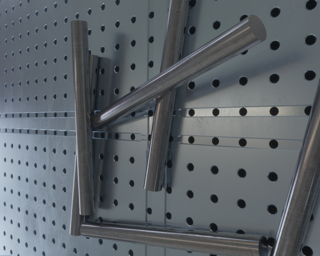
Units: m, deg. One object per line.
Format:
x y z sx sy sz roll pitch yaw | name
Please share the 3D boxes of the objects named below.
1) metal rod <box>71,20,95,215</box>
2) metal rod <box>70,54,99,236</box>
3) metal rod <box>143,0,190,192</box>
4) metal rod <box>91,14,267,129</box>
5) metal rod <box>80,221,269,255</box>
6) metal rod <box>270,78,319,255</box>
-0.120 -0.012 0.485 0.025 0.025 0.298 3 97 40 | metal rod
-0.127 0.030 0.515 0.025 0.025 0.298 9 96 40 | metal rod
0.011 -0.065 0.400 0.025 0.025 0.298 14 99 39 | metal rod
-0.006 -0.048 0.380 0.299 0.025 0.025 -23 75 49 | metal rod
-0.007 0.145 0.415 0.300 0.025 0.025 -10 84 39 | metal rod
0.129 0.098 0.303 0.025 0.025 0.298 19 102 38 | metal rod
